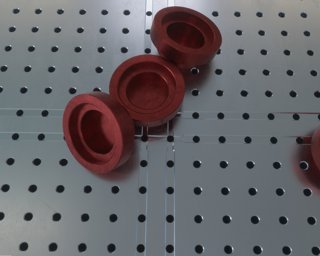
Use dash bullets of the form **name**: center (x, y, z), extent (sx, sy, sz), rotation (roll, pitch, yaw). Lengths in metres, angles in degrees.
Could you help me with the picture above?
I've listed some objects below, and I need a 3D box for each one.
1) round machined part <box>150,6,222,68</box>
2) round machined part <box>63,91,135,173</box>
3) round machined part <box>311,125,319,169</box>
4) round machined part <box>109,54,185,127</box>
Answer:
- **round machined part**: center (0.033, -0.123, 0.437), extent (0.099, 0.042, 0.098), rotation (9, 54, -13)
- **round machined part**: center (-0.070, 0.003, 0.383), extent (0.098, 0.097, 0.042), rotation (45, 34, 14)
- **round machined part**: center (0.241, 0.031, 0.393), extent (0.099, 0.042, 0.098), rotation (0, 70, 0)
- **round machined part**: center (-0.017, -0.047, 0.420), extent (0.099, 0.042, 0.098), rotation (0, 70, 0)
